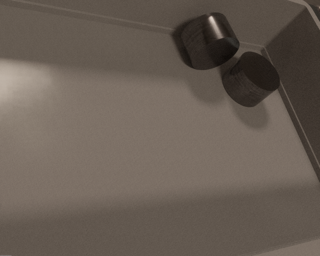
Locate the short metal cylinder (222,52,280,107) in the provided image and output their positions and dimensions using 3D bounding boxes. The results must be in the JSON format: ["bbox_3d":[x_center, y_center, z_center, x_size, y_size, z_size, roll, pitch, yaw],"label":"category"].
[{"bbox_3d":[0.154,-0.082,0.525,0.081,0.050,0.080,14,56,-21],"label":"short metal cylinder"}]

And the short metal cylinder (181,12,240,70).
[{"bbox_3d":[0.080,-0.138,0.500,0.081,0.080,0.050,-7,65,-32],"label":"short metal cylinder"}]
